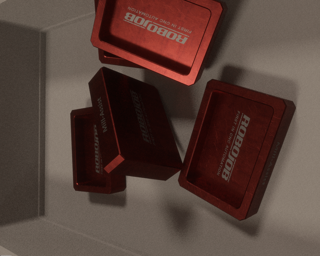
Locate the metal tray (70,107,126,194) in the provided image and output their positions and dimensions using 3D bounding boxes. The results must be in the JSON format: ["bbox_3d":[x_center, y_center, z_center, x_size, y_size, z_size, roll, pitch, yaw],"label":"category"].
[{"bbox_3d":[-0.098,0.033,0.481,0.090,0.030,0.129,-5,87,39],"label":"metal tray"}]

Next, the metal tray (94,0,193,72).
[{"bbox_3d":[-0.023,-0.123,0.394,0.130,0.030,0.089,14,116,31],"label":"metal tray"}]

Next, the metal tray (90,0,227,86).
[{"bbox_3d":[-0.005,-0.112,0.338,0.130,0.030,0.089,24,117,9],"label":"metal tray"}]

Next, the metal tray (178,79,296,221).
[{"bbox_3d":[0.078,0.021,0.337,0.090,0.030,0.129,25,105,37],"label":"metal tray"}]

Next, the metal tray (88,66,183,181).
[{"bbox_3d":[-0.030,-0.005,0.367,0.030,0.091,0.130,-42,50,32],"label":"metal tray"}]
